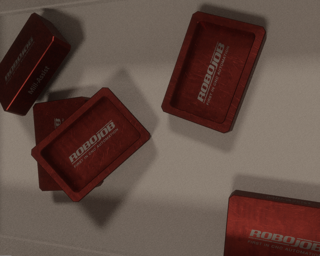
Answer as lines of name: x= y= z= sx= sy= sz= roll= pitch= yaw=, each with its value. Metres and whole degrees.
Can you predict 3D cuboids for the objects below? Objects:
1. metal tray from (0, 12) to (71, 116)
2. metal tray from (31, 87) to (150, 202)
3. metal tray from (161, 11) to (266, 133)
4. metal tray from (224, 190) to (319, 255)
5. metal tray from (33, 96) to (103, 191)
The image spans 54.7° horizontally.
metal tray: x=-0.195 y=-0.094 z=0.458 sx=0.130 sy=0.030 sz=0.090 roll=-51 pitch=54 yaw=12
metal tray: x=-0.089 y=0.021 z=0.409 sx=0.130 sy=0.030 sz=0.090 roll=-42 pitch=89 yaw=-2
metal tray: x=0.065 y=-0.068 z=0.384 sx=0.090 sy=0.030 sz=0.129 roll=21 pitch=97 yaw=18
metal tray: x=0.144 y=0.127 z=0.357 sx=0.130 sy=0.030 sz=0.089 roll=5 pitch=92 yaw=19
metal tray: x=-0.135 y=0.024 z=0.454 sx=0.090 sy=0.030 sz=0.129 roll=-6 pitch=88 yaw=19
